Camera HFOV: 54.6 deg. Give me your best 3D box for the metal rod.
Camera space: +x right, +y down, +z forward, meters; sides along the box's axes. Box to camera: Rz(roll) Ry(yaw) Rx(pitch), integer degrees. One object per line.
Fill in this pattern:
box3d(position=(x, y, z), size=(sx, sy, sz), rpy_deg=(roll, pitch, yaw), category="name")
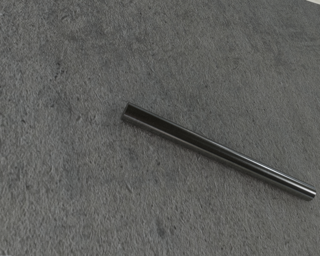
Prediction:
box3d(position=(0.089, 0.038, 0.427), size=(0.301, 0.025, 0.025), rpy_deg=(24, 53, -14), category="metal rod")
